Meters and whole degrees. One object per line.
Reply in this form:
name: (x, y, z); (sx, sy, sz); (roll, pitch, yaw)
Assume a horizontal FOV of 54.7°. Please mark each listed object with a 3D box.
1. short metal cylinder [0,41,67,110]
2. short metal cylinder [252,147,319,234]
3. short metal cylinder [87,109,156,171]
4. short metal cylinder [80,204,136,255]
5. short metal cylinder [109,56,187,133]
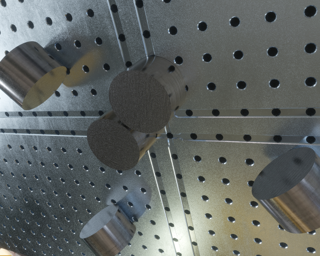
short metal cylinder: (-0.175, -0.070, 0.422); (0.050, 0.080, 0.080); (42, 129, -1)
short metal cylinder: (0.149, 0.066, 0.338); (0.050, 0.080, 0.080); (47, 129, -5)
short metal cylinder: (-0.052, 0.012, 0.428); (0.080, 0.050, 0.079); (13, 124, 20)
short metal cylinder: (-0.089, 0.176, 0.529); (0.080, 0.080, 0.050); (-27, 104, 37)
short metal cylinder: (-0.014, -0.041, 0.376); (0.080, 0.050, 0.079); (13, 124, 20)
